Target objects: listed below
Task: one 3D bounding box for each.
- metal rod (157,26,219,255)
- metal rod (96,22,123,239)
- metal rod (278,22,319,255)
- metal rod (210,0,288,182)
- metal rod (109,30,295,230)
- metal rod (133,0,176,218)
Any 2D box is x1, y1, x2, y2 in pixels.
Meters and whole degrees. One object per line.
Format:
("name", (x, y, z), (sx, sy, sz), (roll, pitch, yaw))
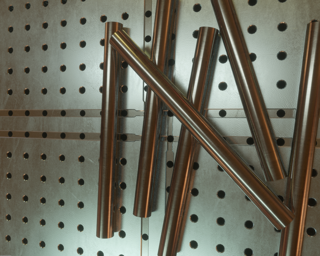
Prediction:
("metal rod", (0.035, 0.023, 0.400), (0.025, 0.025, 0.298), (12, 94, 19))
("metal rod", (-0.071, 0.003, 0.438), (0.025, 0.025, 0.298), (3, 91, 20))
("metal rod", (0.162, 0.032, 0.355), (0.025, 0.025, 0.298), (7, 92, 20))
("metal rod", (0.097, -0.084, 0.378), (0.025, 0.025, 0.299), (-17, 84, 19))
("metal rod", (0.041, -0.007, 0.370), (0.025, 0.025, 0.300), (-44, 78, 15))
("metal rod", (-0.007, -0.031, 0.415), (0.025, 0.025, 0.298), (7, 92, 20))
